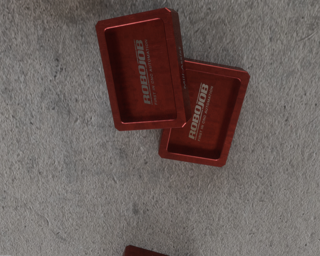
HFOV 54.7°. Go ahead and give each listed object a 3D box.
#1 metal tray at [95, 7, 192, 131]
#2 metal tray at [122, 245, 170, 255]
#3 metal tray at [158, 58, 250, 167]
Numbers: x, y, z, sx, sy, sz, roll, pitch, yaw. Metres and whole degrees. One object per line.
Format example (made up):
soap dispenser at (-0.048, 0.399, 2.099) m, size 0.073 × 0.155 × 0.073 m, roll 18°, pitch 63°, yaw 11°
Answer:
metal tray at (-0.017, -0.064, 0.361) m, size 0.090 × 0.030 × 0.129 m, roll -4°, pitch 105°, yaw 20°
metal tray at (-0.006, 0.248, 0.498) m, size 0.131 × 0.030 × 0.089 m, roll 18°, pitch 109°, yaw -7°
metal tray at (0.053, -0.019, 0.400) m, size 0.091 × 0.030 × 0.129 m, roll 9°, pitch 110°, yaw -4°
